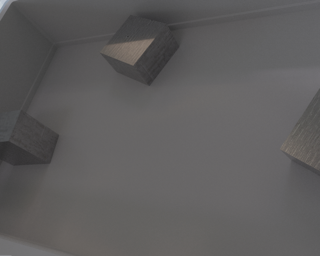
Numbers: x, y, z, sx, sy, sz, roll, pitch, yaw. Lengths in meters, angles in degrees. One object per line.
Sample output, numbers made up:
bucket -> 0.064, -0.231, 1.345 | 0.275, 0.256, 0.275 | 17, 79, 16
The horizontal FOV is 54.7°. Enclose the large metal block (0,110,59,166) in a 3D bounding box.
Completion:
large metal block -> -0.219, 0.018, 0.475 | 0.080, 0.080, 0.050 | -6, 59, 25

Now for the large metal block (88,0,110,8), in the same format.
large metal block -> -0.137, -0.314, 0.638 | 0.050, 0.080, 0.080 | -17, 55, 19

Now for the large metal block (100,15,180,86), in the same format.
large metal block -> -0.031, -0.122, 0.481 | 0.080, 0.050, 0.080 | 28, 77, 37

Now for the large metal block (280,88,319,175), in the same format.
large metal block -> 0.173, 0.011, 0.282 | 0.080, 0.050, 0.080 | 34, 93, 38
